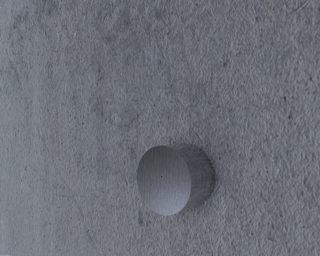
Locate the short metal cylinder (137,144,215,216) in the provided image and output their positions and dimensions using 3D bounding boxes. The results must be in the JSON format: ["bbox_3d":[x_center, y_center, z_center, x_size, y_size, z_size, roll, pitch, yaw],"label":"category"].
[{"bbox_3d":[0.019,0.060,0.374,0.080,0.050,0.080,0,90,40],"label":"short metal cylinder"}]
